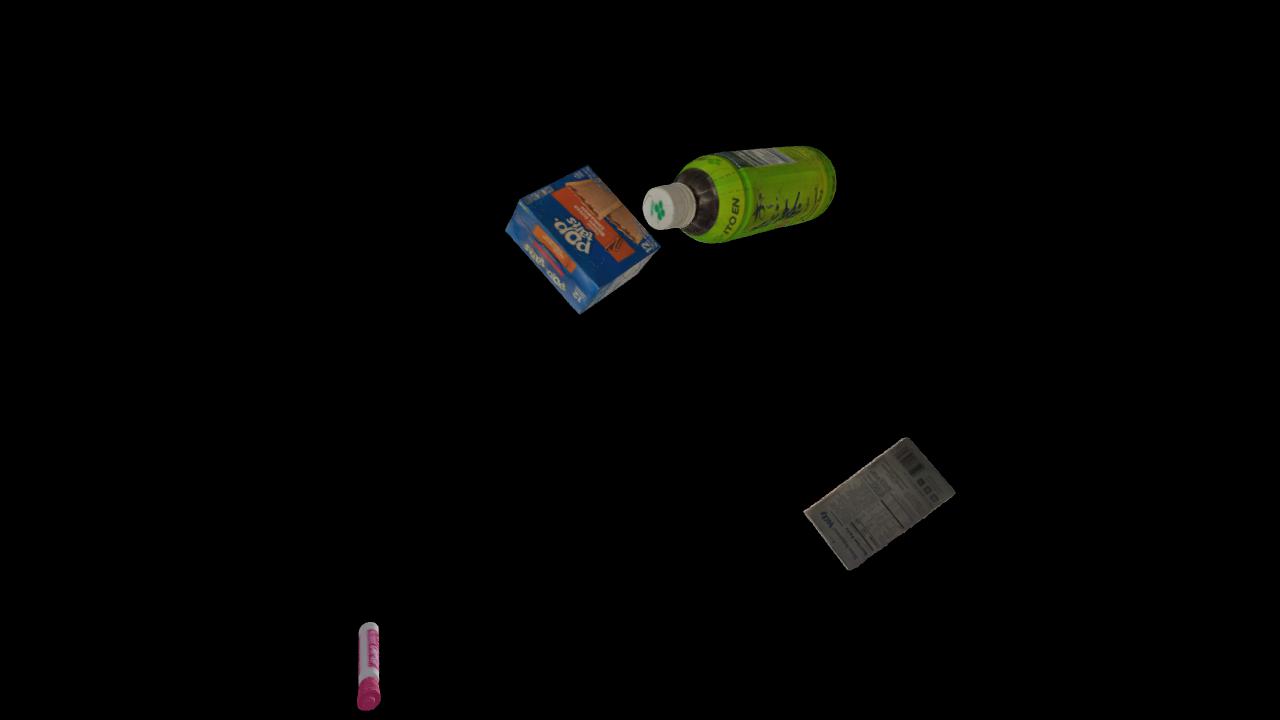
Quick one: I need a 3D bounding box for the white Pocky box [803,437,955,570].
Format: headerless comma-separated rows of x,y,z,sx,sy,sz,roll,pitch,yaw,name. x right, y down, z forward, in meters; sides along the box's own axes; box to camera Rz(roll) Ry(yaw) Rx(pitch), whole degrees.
0.281,0.169,0.727,0.154,0.084,0.028,-36,-15,0,white Pocky box

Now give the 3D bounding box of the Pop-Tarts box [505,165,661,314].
-0.082,-0.177,0.896,0.141,0.167,0.083,-40,-3,-35,Pop-Tarts box

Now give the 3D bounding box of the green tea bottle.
0.083,-0.137,0.506,0.212,0.073,0.073,-20,13,-42,green tea bottle

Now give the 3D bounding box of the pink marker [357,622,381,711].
-0.252,0.283,0.571,0.020,0.020,0.121,0,7,-24,pink marker
